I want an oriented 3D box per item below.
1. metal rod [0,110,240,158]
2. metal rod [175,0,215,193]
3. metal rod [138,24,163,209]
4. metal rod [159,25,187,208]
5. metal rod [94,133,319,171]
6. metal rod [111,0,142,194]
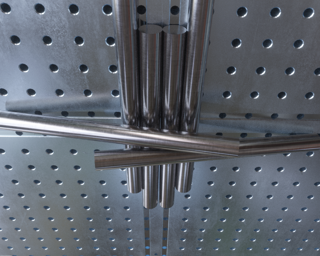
[{"bbox_3d":[-0.056,0.007,0.386,0.301,0.025,0.025,7,131,6],"label":"metal rod"},{"bbox_3d":[0.039,-0.021,0.392,0.025,0.025,0.298,1,130,-1],"label":"metal rod"},{"bbox_3d":[-0.013,0.011,0.419,0.025,0.025,0.298,1,130,-1],"label":"metal rod"},{"bbox_3d":[0.013,0.010,0.422,0.025,0.025,0.298,1,130,-1],"label":"metal rod"},{"bbox_3d":[0.068,0.030,0.411,0.302,0.025,0.025,-4,131,-8],"label":"metal rod"},{"bbox_3d":[-0.037,-0.020,0.393,0.025,0.025,0.298,1,130,-1],"label":"metal rod"}]
